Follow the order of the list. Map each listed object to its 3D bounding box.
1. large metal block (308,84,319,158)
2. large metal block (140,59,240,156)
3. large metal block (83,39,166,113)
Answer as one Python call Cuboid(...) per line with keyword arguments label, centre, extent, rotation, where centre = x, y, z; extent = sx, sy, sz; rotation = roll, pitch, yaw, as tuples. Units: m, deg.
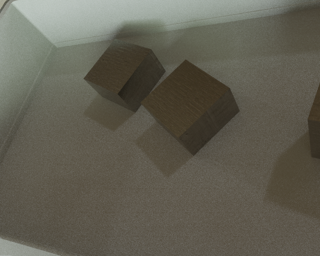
Cuboid(label="large metal block", centre=(0.183, -0.002, 0.275), extent=(0.080, 0.080, 0.050), rotation=(14, 69, 34))
Cuboid(label="large metal block", centre=(0.037, -0.026, 0.387), extent=(0.080, 0.050, 0.080), rotation=(-44, 51, -3))
Cuboid(label="large metal block", centre=(-0.053, -0.080, 0.467), extent=(0.080, 0.050, 0.080), rotation=(26, 76, 37))
